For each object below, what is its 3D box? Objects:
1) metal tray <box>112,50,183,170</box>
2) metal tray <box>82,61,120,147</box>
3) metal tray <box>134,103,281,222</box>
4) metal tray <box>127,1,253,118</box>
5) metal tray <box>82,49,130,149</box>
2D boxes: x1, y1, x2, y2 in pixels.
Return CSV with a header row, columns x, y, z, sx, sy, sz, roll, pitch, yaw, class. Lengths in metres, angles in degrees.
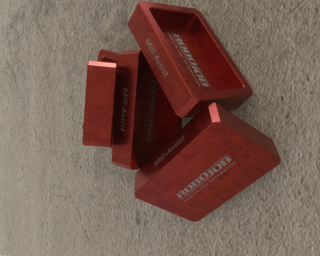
x,y,z,sx,sy,sz,roll,pitch,yaw,class
-0.010,-0.021,0.371,0.030,0.091,0.129,8,96,39,metal tray
-0.070,-0.030,0.388,0.130,0.030,0.089,-140,54,-83,metal tray
0.045,0.043,0.325,0.129,0.090,0.030,-46,28,30,metal tray
0.032,-0.076,0.333,0.030,0.091,0.130,-49,60,45,metal tray
-0.063,-0.041,0.453,0.090,0.030,0.129,25,106,36,metal tray
